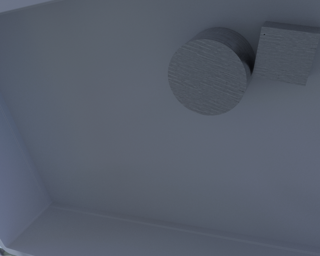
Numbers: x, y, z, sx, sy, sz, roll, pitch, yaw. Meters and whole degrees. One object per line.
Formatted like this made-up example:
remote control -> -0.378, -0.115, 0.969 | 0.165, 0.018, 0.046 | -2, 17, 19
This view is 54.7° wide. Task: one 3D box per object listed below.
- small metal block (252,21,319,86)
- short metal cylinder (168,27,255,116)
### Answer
small metal block -> 0.121, -0.072, 0.300 | 0.050, 0.025, 0.050 | 14, 124, 19
short metal cylinder -> 0.055, -0.060, 0.326 | 0.080, 0.050, 0.079 | 13, 124, 20
